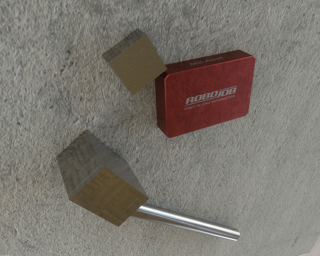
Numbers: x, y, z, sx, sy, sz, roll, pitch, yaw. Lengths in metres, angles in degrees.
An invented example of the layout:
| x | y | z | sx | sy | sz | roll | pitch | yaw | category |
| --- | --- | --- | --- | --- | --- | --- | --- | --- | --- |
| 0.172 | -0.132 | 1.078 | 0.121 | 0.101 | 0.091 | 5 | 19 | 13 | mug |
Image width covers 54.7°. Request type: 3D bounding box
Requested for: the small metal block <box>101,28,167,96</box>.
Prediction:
| x | y | z | sx | sy | sz | roll | pitch | yaw | category |
| --- | --- | --- | --- | --- | --- | --- | --- | --- | --- |
| -0.028 | -0.074 | 0.347 | 0.050 | 0.025 | 0.050 | -38 | 130 | -3 | small metal block |

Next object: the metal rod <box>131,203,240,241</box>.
| x | y | z | sx | sy | sz | roll | pitch | yaw | category |
| --- | --- | --- | --- | --- | --- | --- | --- | --- | --- |
| 0.044 | 0.161 | 0.532 | 0.301 | 0.025 | 0.025 | 27 | 104 | -38 | metal rod |

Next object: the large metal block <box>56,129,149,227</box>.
| x | y | z | sx | sy | sz | roll | pitch | yaw | category |
| --- | --- | --- | --- | --- | --- | --- | --- | --- | --- |
| -0.069 | 0.059 | 0.371 | 0.050 | 0.080 | 0.080 | -43 | 130 | 1 | large metal block |

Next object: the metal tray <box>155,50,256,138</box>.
| x | y | z | sx | sy | sz | roll | pitch | yaw | category |
| --- | --- | --- | --- | --- | --- | --- | --- | --- | --- |
| 0.060 | -0.046 | 0.410 | 0.131 | 0.030 | 0.089 | -16 | 125 | -20 | metal tray |
